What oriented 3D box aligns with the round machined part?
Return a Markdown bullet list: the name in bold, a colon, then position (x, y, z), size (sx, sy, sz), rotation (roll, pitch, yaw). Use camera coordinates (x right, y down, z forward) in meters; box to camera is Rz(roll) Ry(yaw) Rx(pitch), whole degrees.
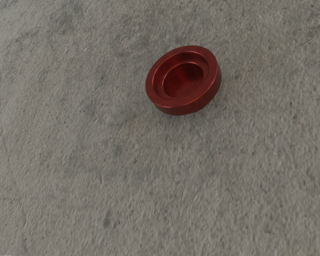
- **round machined part**: position (0.034, -0.058, 0.410), size (0.098, 0.042, 0.098), rotation (-13, 56, 20)
